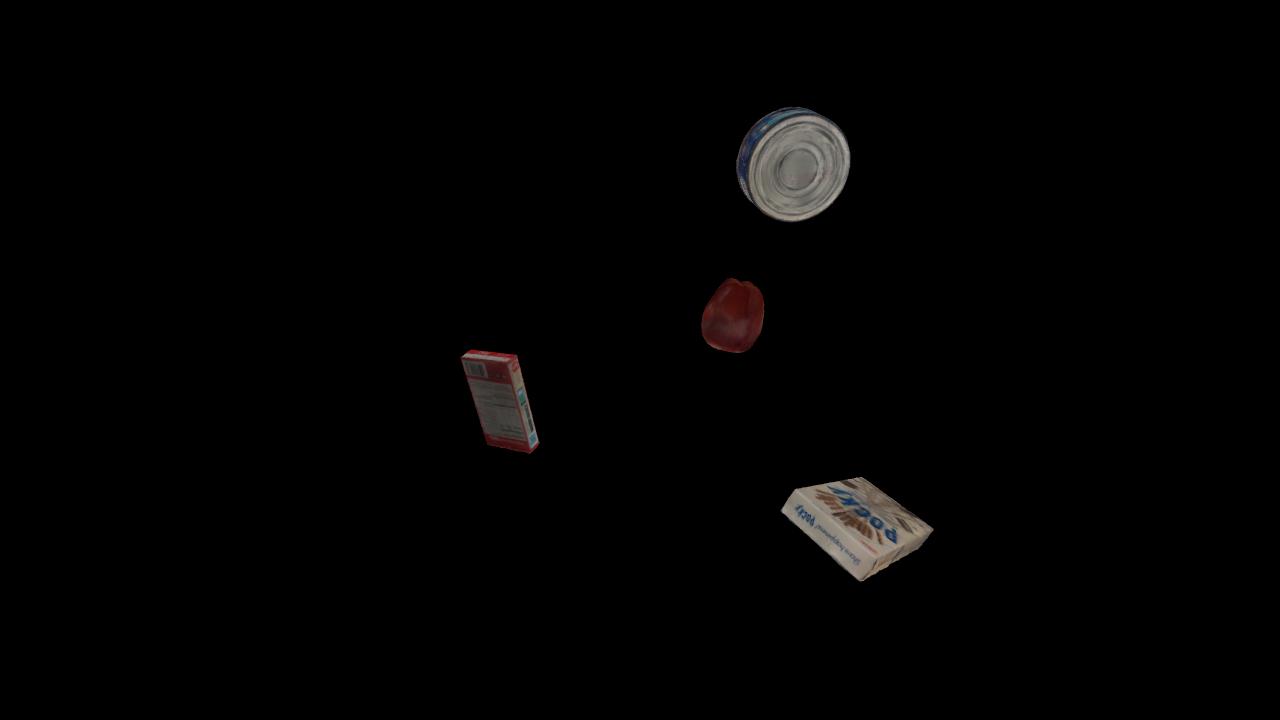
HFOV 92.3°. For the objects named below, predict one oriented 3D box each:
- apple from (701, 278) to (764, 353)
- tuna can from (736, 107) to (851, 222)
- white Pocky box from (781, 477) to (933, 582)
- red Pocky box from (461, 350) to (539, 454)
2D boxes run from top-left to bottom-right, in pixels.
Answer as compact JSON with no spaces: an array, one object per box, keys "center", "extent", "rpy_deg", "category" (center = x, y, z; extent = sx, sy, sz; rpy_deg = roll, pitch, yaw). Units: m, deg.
[{"center":[0.115,-0.053,0.770],"extent":[0.079,0.093,0.079],"rpy_deg":[14,21,-6],"category":"apple"},{"center":[0.121,-0.153,0.486],"extent":[0.084,0.084,0.034],"rpy_deg":[0,29,-5],"category":"tuna can"},{"center":[0.194,0.142,0.541],"extent":[0.154,0.028,0.084],"rpy_deg":[6,27,-50],"category":"white Pocky box"},{"center":[-0.198,0.059,0.879],"extent":[0.083,0.155,0.028],"rpy_deg":[6,32,24],"category":"red Pocky box"}]
